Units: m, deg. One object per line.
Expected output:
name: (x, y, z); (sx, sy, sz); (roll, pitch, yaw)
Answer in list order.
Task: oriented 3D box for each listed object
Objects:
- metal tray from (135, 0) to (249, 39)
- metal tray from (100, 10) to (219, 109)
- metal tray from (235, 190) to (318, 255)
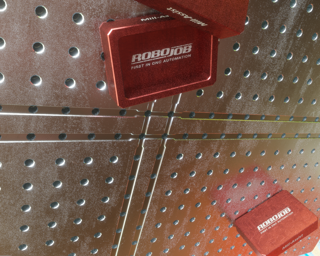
metal tray: (0.035, -0.154, 0.308); (0.131, 0.030, 0.090); (11, 87, -33)
metal tray: (0.004, -0.082, 0.358); (0.131, 0.030, 0.089); (-16, 125, -19)
metal tray: (0.227, 0.189, 0.608); (0.131, 0.090, 0.030); (-29, 128, -10)
